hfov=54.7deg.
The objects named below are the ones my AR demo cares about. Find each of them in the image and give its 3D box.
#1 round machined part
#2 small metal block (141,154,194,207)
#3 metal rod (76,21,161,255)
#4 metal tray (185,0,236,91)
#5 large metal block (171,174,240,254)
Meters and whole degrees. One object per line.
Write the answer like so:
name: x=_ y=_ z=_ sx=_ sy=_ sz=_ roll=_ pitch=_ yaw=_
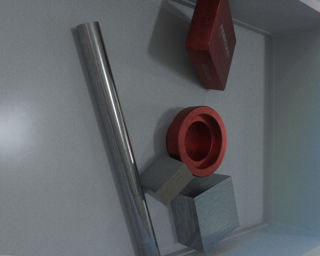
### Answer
round machined part: x=0.047 y=0.018 z=0.437 sx=0.099 sy=0.042 sz=0.097 roll=0 pitch=90 yaw=-40
small metal block: x=0.006 y=0.064 z=0.391 sx=0.050 sy=0.050 sz=0.025 roll=-43 pitch=117 yaw=-18
metal rod: x=-0.045 y=0.028 z=0.370 sx=0.025 sy=0.025 sz=0.298 roll=-23 pitch=105 yaw=-38
metal tray: x=0.075 y=-0.118 z=0.431 sx=0.130 sy=0.030 sz=0.090 roll=41 pitch=62 yaw=-64
large metal block: x=0.065 y=0.118 z=0.448 sx=0.081 sy=0.050 sz=0.079 roll=-19 pitch=102 yaw=-39
